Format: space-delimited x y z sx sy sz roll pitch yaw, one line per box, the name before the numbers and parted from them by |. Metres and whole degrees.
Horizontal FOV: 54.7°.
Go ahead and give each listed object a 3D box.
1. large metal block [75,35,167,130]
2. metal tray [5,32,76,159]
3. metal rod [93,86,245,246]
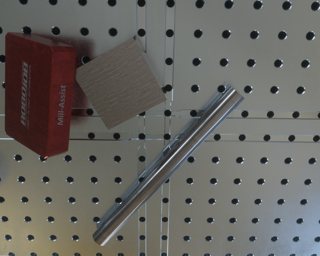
large metal block | -0.046 -0.057 0.379 0.080 0.050 0.080 -27 108 9
metal tray | -0.146 -0.040 0.368 0.090 0.030 0.129 23 113 30
metal rod | 0.004 0.062 0.436 0.025 0.025 0.299 38 105 -13
